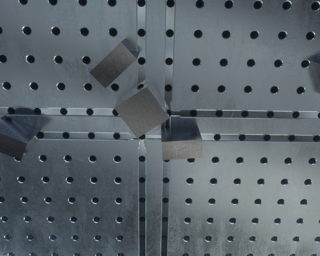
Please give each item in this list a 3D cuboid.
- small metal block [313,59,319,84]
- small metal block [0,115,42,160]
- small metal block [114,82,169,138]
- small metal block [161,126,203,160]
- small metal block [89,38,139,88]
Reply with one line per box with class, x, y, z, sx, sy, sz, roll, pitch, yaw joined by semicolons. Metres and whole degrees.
small metal block;0.231;-0.070;0.391;0.050;0.025;0.050;-25;109;8
small metal block;-0.191;0.011;0.402;0.050;0.050;0.025;23;108;-9
small metal block;-0.023;-0.023;0.405;0.050;0.025;0.050;-32;107;11
small metal block;0.028;0.019;0.407;0.050;0.050;0.025;-4;110;1
small metal block;-0.053;-0.078;0.370;0.050;0.050;0.025;-40;106;13
